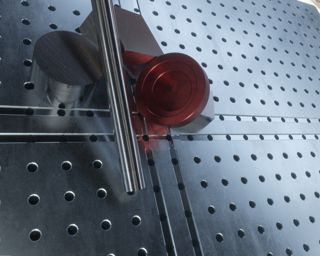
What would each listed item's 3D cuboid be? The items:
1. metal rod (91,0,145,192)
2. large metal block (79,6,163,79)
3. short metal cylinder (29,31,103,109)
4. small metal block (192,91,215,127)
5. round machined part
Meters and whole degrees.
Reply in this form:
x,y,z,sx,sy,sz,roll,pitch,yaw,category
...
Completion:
x,y,z,sx,sy,sz,roll,pitch,yaw,category
-0.055,-0.076,0.362,0.025,0.025,0.298,-8,86,-32,metal rod
-0.050,-0.115,0.422,0.081,0.050,0.080,-6,63,-52,large metal block
-0.112,-0.070,0.375,0.081,0.050,0.080,14,56,-21,short metal cylinder
0.052,-0.035,0.459,0.050,0.025,0.050,15,56,-20,small metal block
0.019,-0.047,0.415,0.042,0.098,0.098,24,41,-63,round machined part
